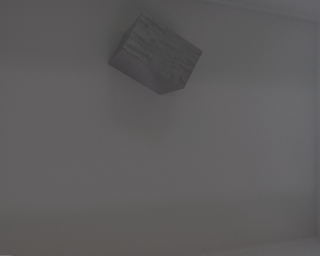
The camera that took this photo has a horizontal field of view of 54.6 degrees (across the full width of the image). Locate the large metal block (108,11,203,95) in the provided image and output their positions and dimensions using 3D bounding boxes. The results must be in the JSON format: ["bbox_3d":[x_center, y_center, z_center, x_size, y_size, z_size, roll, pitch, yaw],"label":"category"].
[{"bbox_3d":[-0.009,-0.085,0.378,0.080,0.080,0.050,30,81,-18],"label":"large metal block"}]
